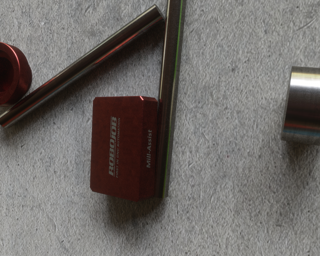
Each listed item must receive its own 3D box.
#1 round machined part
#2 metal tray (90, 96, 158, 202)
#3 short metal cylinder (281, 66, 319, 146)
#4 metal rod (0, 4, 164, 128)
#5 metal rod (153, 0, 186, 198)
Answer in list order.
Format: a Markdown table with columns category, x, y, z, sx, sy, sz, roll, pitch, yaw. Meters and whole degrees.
| category | x | y | z | sx | sy | sz | roll | pitch | yaw |
| --- | --- | --- | --- | --- | --- | --- | --- | --- | --- |
| round machined part | -0.242 | -0.081 | 0.485 | 0.098 | 0.042 | 0.097 | 0 | 90 | 20 |
| metal tray | -0.050 | 0.024 | 0.410 | 0.090 | 0.030 | 0.129 | 3 | 91 | 36 |
| short metal cylinder | 0.159 | -0.023 | 0.324 | 0.050 | 0.080 | 0.079 | 8 | 93 | 20 |
| metal rod | -0.124 | -0.082 | 0.452 | 0.300 | 0.025 | 0.025 | -30 | 80 | 17 |
| metal rod | 0.012 | -0.059 | 0.404 | 0.025 | 0.025 | 0.298 | 6 | 92 | 20 |
